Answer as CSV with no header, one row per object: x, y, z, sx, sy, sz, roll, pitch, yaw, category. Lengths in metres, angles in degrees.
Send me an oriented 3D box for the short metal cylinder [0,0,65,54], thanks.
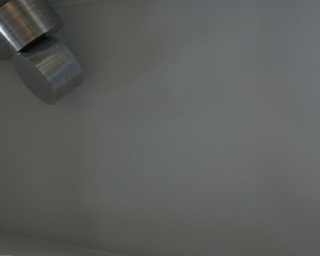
-0.178,-0.140,0.417,0.080,0.080,0.050,-28,109,17,short metal cylinder

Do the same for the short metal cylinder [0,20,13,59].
-0.246,-0.138,0.466,0.080,0.080,0.050,-5,89,19,short metal cylinder

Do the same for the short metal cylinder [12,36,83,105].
-0.154,-0.079,0.427,0.080,0.080,0.050,34,58,16,short metal cylinder
